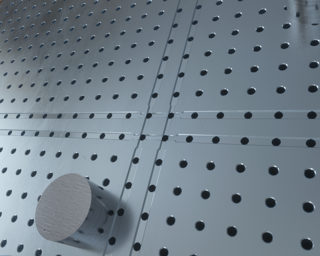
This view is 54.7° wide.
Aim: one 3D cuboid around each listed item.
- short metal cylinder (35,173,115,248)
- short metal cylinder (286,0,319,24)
[{"bbox_3d":[-0.104,0.102,0.382,0.080,0.050,0.080,-13,56,20],"label":"short metal cylinder"},{"bbox_3d":[0.203,-0.181,0.397,0.080,0.050,0.080,-13,56,20],"label":"short metal cylinder"}]
